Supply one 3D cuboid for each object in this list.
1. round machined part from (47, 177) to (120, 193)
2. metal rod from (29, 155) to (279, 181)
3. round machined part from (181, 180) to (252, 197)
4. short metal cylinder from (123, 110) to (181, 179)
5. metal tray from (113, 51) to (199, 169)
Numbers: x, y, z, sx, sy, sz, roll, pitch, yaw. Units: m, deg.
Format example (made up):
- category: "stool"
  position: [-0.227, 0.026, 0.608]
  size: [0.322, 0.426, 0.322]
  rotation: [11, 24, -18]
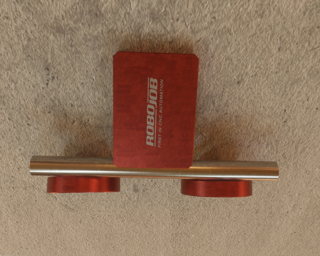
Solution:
- category: "round machined part"
  position: [-0.105, 0.069, 0.434]
  size: [0.099, 0.042, 0.098]
  rotation: [-1, 169, 0]
- category: "metal rod"
  position: [-0.005, 0.050, 0.387]
  size: [0.302, 0.025, 0.025]
  rotation: [2, 130, -2]
- category: "round machined part"
  position: [0.079, 0.072, 0.437]
  size: [0.099, 0.042, 0.098]
  rotation: [0, 173, 0]
- category: "short metal cylinder"
  position: [-0.009, 0.022, 0.412]
  size: [0.081, 0.050, 0.079]
  rotation: [0, 130, 0]
- category: "metal tray"
  position: [-0.006, -0.020, 0.353]
  size: [0.091, 0.030, 0.129]
  rotation: [1, 104, -2]
